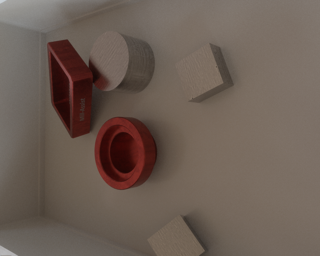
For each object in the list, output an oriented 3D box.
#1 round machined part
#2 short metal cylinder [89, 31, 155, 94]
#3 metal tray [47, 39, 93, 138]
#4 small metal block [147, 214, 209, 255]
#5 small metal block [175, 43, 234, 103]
[{"bbox_3d":[-0.043,0.033,0.429,0.098,0.042,0.097,0,90,39],"label":"round machined part"},{"bbox_3d":[-0.054,-0.089,0.433,0.080,0.050,0.079,0,90,39],"label":"short metal cylinder"},{"bbox_3d":[-0.140,-0.058,0.480,0.090,0.030,0.129,52,146,28],"label":"metal tray"},{"bbox_3d":[0.022,0.141,0.374,0.050,0.025,0.050,-38,63,2],"label":"small metal block"},{"bbox_3d":[0.051,-0.063,0.363,0.050,0.025,0.050,-26,74,36],"label":"small metal block"}]
